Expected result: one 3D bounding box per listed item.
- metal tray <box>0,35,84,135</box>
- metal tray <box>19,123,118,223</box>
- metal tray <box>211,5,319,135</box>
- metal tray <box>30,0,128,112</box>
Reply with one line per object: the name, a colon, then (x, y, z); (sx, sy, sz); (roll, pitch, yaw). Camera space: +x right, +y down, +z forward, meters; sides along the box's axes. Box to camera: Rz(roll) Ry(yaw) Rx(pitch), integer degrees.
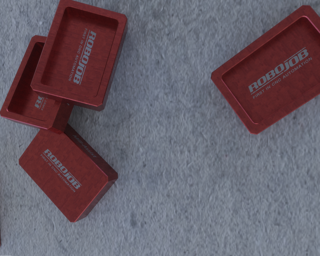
metal tray: (-0.161, -0.064, 0.442); (0.090, 0.030, 0.130); (14, 78, 19)
metal tray: (-0.136, 0.059, 0.453); (0.130, 0.030, 0.090); (42, 103, 14)
metal tray: (0.137, -0.063, 0.357); (0.130, 0.030, 0.090); (-36, 79, 16)
metal tray: (-0.102, -0.096, 0.407); (0.091, 0.030, 0.129); (15, 79, -3)
